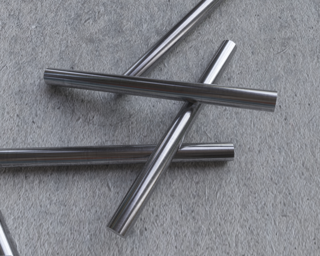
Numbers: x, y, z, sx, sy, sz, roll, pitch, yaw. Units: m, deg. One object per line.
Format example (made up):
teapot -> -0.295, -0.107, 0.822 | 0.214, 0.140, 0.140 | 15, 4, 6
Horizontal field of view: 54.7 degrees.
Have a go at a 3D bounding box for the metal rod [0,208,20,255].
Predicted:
metal rod -> -0.205, 0.101, 0.369 | 0.025, 0.025, 0.299 | -30, 73, -10

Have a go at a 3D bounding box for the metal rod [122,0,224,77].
metal rod -> 0.050, -0.165, 0.468 | 0.025, 0.025, 0.301 | 40, 74, 13

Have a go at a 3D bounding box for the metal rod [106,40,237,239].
metal rod -> 0.027, -0.005, 0.387 | 0.025, 0.025, 0.301 | 28, 64, 10

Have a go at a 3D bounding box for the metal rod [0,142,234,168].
metal rod -> -0.059, 0.034, 0.395 | 0.302, 0.025, 0.025 | -2, 70, -1

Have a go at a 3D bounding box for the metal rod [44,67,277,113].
metal rod -> -0.012, -0.051, 0.394 | 0.301, 0.025, 0.025 | 8, 70, 15
